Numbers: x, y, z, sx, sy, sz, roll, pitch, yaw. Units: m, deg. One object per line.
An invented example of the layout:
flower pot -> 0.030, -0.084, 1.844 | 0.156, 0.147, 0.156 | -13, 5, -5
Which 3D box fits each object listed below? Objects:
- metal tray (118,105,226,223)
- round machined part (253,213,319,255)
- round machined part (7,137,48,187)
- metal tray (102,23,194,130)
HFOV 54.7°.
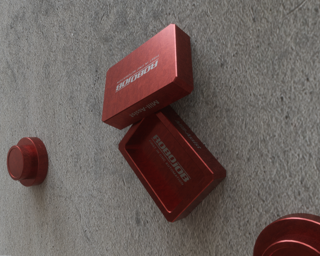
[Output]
metal tray -> 0.009, 0.039, 0.391 | 0.130, 0.030, 0.090 | 51, 120, 27
round machined part -> 0.132, 0.132, 0.284 | 0.098, 0.042, 0.097 | 0, 90, 39
round machined part -> -0.265, 0.067, 0.609 | 0.098, 0.042, 0.097 | 0, 90, 39
metal tray -> -0.019, -0.062, 0.395 | 0.130, 0.030, 0.090 | -25, 52, 36
